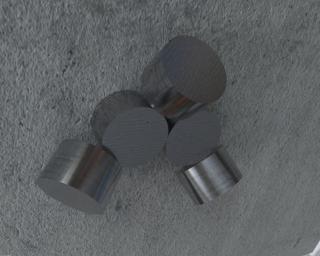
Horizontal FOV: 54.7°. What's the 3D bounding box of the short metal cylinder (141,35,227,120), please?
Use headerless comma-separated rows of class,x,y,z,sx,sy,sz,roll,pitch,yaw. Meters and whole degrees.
short metal cylinder,0.026,-0.055,0.345,0.081,0.080,0.050,1,160,-29

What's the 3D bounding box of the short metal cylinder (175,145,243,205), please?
short metal cylinder,0.069,0.066,0.443,0.080,0.080,0.050,-32,87,-7

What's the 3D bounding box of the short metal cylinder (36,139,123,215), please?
short metal cylinder,-0.089,0.056,0.351,0.080,0.080,0.050,55,46,-39

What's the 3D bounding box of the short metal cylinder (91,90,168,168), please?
short metal cylinder,-0.037,0.001,0.372,0.081,0.050,0.079,-14,124,-21

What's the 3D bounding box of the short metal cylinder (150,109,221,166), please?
short metal cylinder,0.033,0.003,0.412,0.081,0.050,0.079,-14,124,-21
